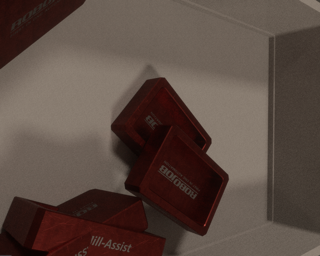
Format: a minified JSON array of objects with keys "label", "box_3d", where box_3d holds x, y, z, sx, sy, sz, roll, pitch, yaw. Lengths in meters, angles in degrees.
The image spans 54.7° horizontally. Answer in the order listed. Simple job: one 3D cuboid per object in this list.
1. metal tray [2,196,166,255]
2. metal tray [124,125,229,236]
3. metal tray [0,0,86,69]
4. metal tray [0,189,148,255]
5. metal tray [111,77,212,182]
[{"label":"metal tray","box_3d":[-0.071,0.101,0.298,0.131,0.090,0.030,26,71,-32]},{"label":"metal tray","box_3d":[0.027,0.067,0.388,0.130,0.030,0.090,43,64,-32]},{"label":"metal tray","box_3d":[-0.112,-0.115,0.268,0.030,0.090,0.130,40,63,-5]},{"label":"metal tray","box_3d":[-0.087,0.100,0.286,0.131,0.090,0.030,-22,103,-43]},{"label":"metal tray","box_3d":[0.008,0.009,0.412,0.130,0.030,0.090,49,61,-29]}]
